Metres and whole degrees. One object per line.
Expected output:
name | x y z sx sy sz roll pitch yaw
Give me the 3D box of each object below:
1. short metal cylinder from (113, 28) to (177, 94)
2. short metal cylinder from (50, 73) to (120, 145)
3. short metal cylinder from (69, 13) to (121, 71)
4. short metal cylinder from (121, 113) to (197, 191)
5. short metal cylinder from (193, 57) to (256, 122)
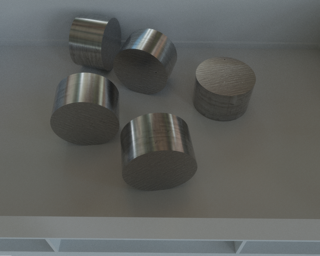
short metal cylinder | -0.020 -0.095 0.449 0.080 0.080 0.050 14 52 11
short metal cylinder | -0.091 -0.022 0.387 0.081 0.080 0.050 -4 50 -4
short metal cylinder | -0.098 -0.133 0.480 0.050 0.080 0.080 12 51 9
short metal cylinder | -0.003 0.028 0.346 0.081 0.080 0.050 -5 50 -5
short metal cylinder | 0.089 -0.055 0.437 0.081 0.050 0.080 0 50 0
